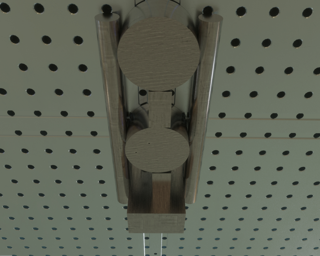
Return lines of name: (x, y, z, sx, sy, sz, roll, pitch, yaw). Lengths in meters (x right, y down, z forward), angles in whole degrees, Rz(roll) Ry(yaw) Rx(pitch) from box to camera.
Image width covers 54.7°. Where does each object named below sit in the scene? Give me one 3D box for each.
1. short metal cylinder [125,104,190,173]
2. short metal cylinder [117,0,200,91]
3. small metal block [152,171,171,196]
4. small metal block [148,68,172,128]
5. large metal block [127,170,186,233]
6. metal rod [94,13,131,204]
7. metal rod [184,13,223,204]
short metal cylinder: (-0.003, 0.013, 0.406, 0.081, 0.050, 0.079, 0, 130, 0)
short metal cylinder: (-0.001, -0.085, 0.322, 0.081, 0.050, 0.079, 0, 130, 0)
small metal block: (0.002, 0.063, 0.448, 0.025, 0.050, 0.050, 0, 130, 0)
small metal block: (0.000, -0.036, 0.363, 0.025, 0.050, 0.050, 1, 130, -1)
large metal block: (-0.005, 0.110, 0.469, 0.081, 0.080, 0.050, 1, 130, -1)
metal rod: (-0.056, 0.001, 0.410, 0.025, 0.025, 0.298, 0, 130, -1)
metal rod: (0.050, 0.001, 0.412, 0.025, 0.025, 0.298, 0, 130, -1)
